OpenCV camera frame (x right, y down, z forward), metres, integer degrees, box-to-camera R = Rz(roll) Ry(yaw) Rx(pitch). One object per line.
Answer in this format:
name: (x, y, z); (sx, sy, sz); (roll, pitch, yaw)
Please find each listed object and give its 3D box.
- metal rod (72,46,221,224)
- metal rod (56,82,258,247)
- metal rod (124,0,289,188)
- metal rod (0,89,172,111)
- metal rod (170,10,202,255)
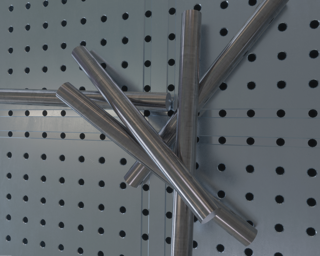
metal rod: (-0.034, -0.011, 0.382); (0.025, 0.025, 0.300); (-48, 59, 14)
metal rod: (-0.008, 0.041, 0.390); (0.300, 0.025, 0.025); (38, 102, 6)
metal rod: (0.051, -0.041, 0.394); (0.025, 0.025, 0.299); (41, 103, 15)
metal rod: (-0.130, -0.044, 0.459); (0.301, 0.025, 0.025); (4, 91, 20)
metal rod: (0.032, 0.006, 0.367); (0.025, 0.025, 0.299); (0, 82, 20)
